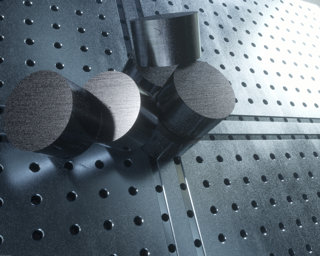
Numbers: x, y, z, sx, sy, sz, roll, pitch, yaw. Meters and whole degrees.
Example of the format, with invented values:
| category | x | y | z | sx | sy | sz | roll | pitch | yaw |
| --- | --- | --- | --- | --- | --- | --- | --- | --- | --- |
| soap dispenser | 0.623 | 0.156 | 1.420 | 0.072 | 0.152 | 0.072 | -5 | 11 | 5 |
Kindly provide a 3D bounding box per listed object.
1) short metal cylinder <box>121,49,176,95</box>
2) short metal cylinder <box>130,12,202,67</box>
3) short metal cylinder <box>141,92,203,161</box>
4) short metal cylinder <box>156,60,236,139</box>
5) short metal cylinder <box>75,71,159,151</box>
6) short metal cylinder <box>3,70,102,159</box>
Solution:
| category | x | y | z | sx | sy | sz | roll | pitch | yaw |
| --- | --- | --- | --- | --- | --- | --- | --- | --- | --- |
| short metal cylinder | -0.010 | -0.075 | 0.432 | 0.081 | 0.050 | 0.080 | 13 | 56 | -21 |
| short metal cylinder | 0.008 | -0.107 | 0.369 | 0.081 | 0.080 | 0.050 | -27 | 120 | -37 |
| short metal cylinder | 0.013 | -0.004 | 0.400 | 0.081 | 0.050 | 0.080 | 14 | 56 | -21 |
| short metal cylinder | 0.041 | -0.033 | 0.368 | 0.081 | 0.050 | 0.080 | 13 | 56 | -21 |
| short metal cylinder | -0.048 | -0.017 | 0.348 | 0.050 | 0.080 | 0.080 | 33 | 34 | -65 |
| short metal cylinder | -0.107 | -0.012 | 0.314 | 0.050 | 0.080 | 0.080 | 34 | 33 | -65 |
